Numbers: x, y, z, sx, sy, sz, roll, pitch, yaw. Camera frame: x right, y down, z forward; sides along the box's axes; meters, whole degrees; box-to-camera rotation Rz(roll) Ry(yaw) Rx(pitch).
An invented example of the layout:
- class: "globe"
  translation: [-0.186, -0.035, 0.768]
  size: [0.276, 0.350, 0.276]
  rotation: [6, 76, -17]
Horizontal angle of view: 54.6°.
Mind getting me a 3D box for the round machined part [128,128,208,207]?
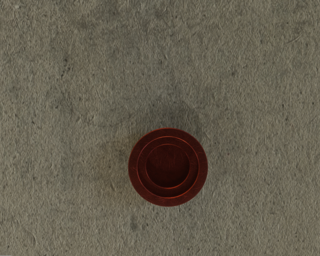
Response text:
- class: "round machined part"
  translation: [0.010, 0.048, 0.402]
  size: [0.099, 0.042, 0.097]
  rotation: [0, 90, 0]
